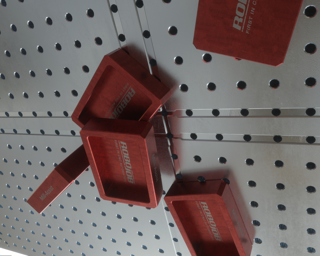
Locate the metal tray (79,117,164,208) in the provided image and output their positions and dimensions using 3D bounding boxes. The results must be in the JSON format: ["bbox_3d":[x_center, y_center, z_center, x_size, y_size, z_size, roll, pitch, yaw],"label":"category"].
[{"bbox_3d":[-0.049,0.050,0.425,0.090,0.030,0.129,5,126,18],"label":"metal tray"}]

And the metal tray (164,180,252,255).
[{"bbox_3d":[0.072,0.140,0.455,0.090,0.030,0.129,-11,113,32],"label":"metal tray"}]

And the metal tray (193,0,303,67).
[{"bbox_3d":[0.085,-0.130,0.282,0.090,0.030,0.129,17,125,17],"label":"metal tray"}]

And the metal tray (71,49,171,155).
[{"bbox_3d":[-0.057,-0.029,0.418,0.090,0.030,0.129,41,129,-1],"label":"metal tray"}]

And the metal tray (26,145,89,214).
[{"bbox_3d":[-0.149,0.075,0.491,0.030,0.090,0.129,46,129,-4],"label":"metal tray"}]
